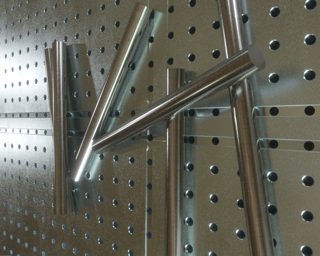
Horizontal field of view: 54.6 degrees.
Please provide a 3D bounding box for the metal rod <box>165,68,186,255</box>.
[{"bbox_3d":[0.019,0.076,0.394,0.025,0.025,0.298,0,90,40],"label":"metal rod"}]

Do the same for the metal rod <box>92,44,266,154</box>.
[{"bbox_3d":[-0.006,-0.017,0.383,0.299,0.025,0.025,-27,73,47],"label":"metal rod"}]

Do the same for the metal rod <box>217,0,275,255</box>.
[{"bbox_3d":[0.091,-0.007,0.334,0.025,0.025,0.299,-11,83,39],"label":"metal rod"}]

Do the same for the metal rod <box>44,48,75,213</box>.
[{"bbox_3d":[-0.183,0.002,0.562,0.025,0.025,0.299,-14,81,39],"label":"metal rod"}]

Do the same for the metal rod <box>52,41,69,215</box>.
[{"bbox_3d":[-0.173,-0.005,0.539,0.025,0.025,0.299,-11,78,39],"label":"metal rod"}]

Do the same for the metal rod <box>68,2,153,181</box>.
[{"bbox_3d":[-0.083,-0.043,0.479,0.025,0.025,0.298,39,114,33],"label":"metal rod"}]
